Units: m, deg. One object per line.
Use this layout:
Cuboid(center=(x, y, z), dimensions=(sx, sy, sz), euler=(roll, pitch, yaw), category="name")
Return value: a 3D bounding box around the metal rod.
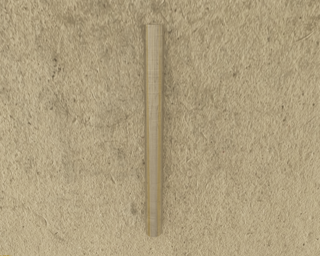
Cuboid(center=(-0.008, 0.017, 0.417), dimensions=(0.025, 0.025, 0.298), euler=(0, 110, -1), category="metal rod")
